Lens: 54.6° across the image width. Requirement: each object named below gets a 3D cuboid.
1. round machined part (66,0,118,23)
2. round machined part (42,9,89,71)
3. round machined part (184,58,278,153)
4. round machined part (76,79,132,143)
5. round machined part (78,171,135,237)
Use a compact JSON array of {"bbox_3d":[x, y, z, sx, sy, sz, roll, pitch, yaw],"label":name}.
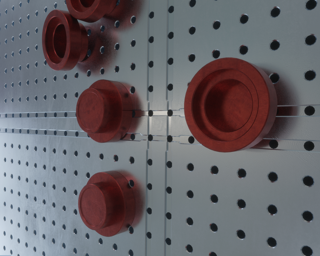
[{"bbox_3d":[-0.101,-0.214,0.483,0.098,0.042,0.097,0,90,40],"label":"round machined part"},{"bbox_3d":[-0.157,-0.146,0.524,0.098,0.042,0.097,9,102,44],"label":"round machined part"},{"bbox_3d":[0.078,-0.023,0.335,0.098,0.042,0.097,0,90,40],"label":"round machined part"},{"bbox_3d":[-0.091,-0.026,0.475,0.098,0.042,0.097,0,90,40],"label":"round machined part"},{"bbox_3d":[-0.087,0.116,0.472,0.098,0.042,0.097,0,90,40],"label":"round machined part"}]
